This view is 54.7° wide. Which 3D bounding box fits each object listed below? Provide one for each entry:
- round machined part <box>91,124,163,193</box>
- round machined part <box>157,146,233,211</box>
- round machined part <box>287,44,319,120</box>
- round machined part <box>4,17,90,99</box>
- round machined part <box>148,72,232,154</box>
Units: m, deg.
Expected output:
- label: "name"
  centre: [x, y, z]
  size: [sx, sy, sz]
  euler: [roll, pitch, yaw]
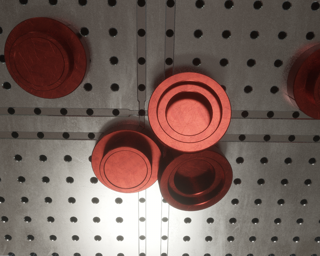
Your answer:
- label: "round machined part"
  centre: [-0.045, 0.047, 0.421]
  size: [0.099, 0.042, 0.097]
  euler: [0, 110, -1]
- label: "round machined part"
  centre: [0.045, 0.061, 0.422]
  size: [0.099, 0.042, 0.097]
  euler: [-4, 115, -8]
- label: "round machined part"
  centre: [0.216, -0.055, 0.387]
  size: [0.099, 0.042, 0.097]
  euler: [0, 110, -1]
- label: "round machined part"
  centre: [-0.138, -0.082, 0.372]
  size: [0.099, 0.042, 0.097]
  euler: [0, 110, -1]
- label: "round machined part"
  centre: [0.036, -0.016, 0.384]
  size: [0.099, 0.042, 0.098]
  euler: [0, 79, 2]
